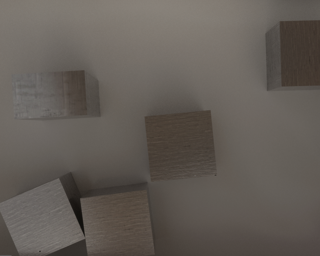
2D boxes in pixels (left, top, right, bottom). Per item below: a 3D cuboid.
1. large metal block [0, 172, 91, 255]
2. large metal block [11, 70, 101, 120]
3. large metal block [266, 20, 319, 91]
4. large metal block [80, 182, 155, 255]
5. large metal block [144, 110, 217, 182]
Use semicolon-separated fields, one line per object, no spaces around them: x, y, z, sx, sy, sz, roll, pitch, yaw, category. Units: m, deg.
-0.143;0.112;0.397;0.080;0.050;0.080;-23;90;0;large metal block
-0.123;-0.037;0.382;0.081;0.080;0.050;-3;90;-1;large metal block
0.187;-0.091;0.401;0.081;0.050;0.079;-2;90;-1;large metal block
-0.051;0.119;0.398;0.081;0.050;0.080;-7;90;-1;large metal block
0.025;0.022;0.399;0.081;0.050;0.079;-6;90;-1;large metal block
